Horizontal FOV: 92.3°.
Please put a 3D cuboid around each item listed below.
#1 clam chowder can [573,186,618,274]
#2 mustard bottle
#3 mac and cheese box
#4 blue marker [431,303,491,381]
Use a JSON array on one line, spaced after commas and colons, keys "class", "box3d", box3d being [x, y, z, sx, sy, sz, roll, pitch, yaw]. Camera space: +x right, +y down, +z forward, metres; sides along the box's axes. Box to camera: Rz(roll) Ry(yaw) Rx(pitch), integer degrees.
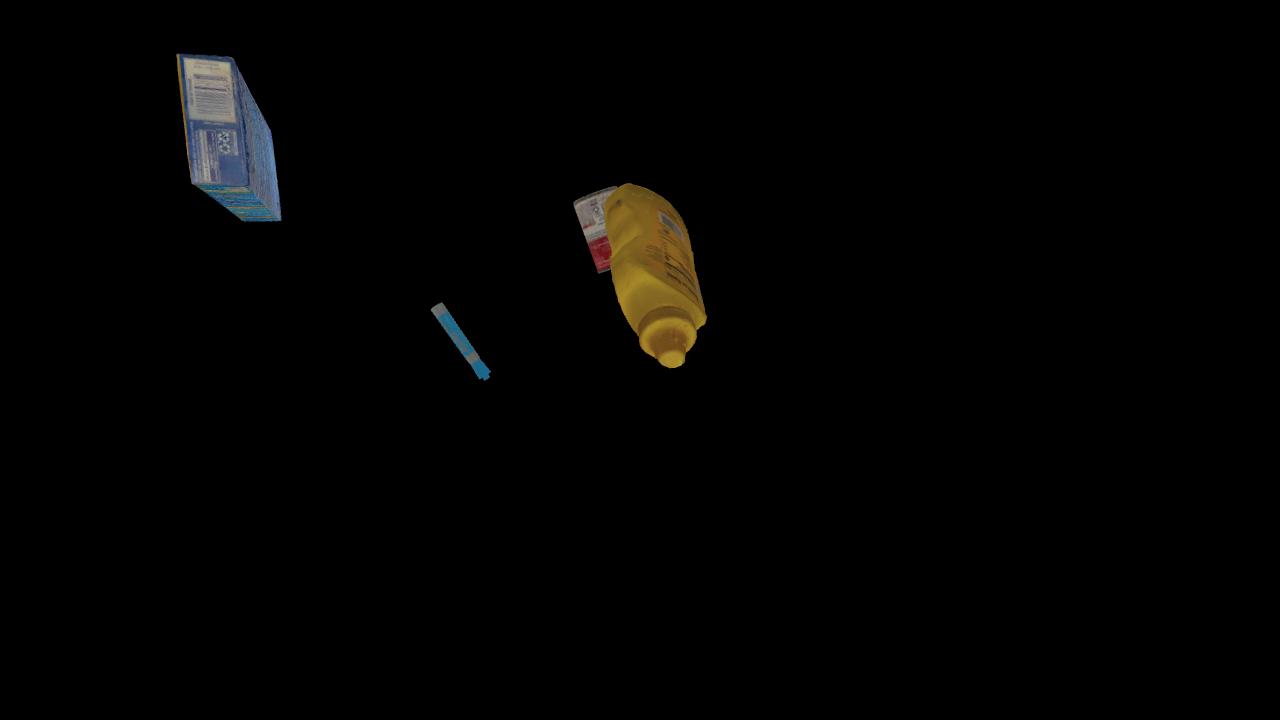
[{"class": "clam chowder can", "box3d": [-0.044, -0.178, 0.844, 0.068, 0.102, 0.068, -20, 10, 4]}, {"class": "mustard bottle", "box3d": [0.015, -0.063, 0.491, 0.054, 0.184, 0.092, -32, -50, 22]}, {"class": "mac and cheese box", "box3d": [-0.338, -0.175, 0.517, 0.041, 0.093, 0.184, -7, 6, -24]}, {"class": "blue marker", "box3d": [-0.244, -0.024, 0.843, 0.020, 0.121, 0.020, -34, 5, 3]}]
